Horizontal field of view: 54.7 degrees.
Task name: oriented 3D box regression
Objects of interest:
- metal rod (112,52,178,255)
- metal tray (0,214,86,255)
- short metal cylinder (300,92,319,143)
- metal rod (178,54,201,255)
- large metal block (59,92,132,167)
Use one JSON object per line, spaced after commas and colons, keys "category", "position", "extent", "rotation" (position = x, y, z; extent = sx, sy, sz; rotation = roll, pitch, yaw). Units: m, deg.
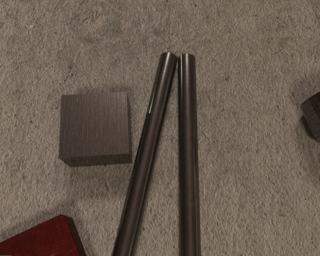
{"category": "metal rod", "position": [-0.018, 0.036, 0.394], "extent": [0.025, 0.025, 0.299], "rotation": [11, 70, 4]}
{"category": "metal tray", "position": [-0.149, 0.165, 0.343], "extent": [0.131, 0.030, 0.090], "rotation": [-24, 72, -9]}
{"category": "short metal cylinder", "position": [0.227, -0.020, 0.389], "extent": [0.081, 0.080, 0.050], "rotation": [-15, 71, -6]}
{"category": "metal rod", "position": [0.036, 0.041, 0.393], "extent": [0.025, 0.025, 0.299], "rotation": [1, 70, 0]}
{"category": "large metal block", "position": [-0.079, 0.003, 0.393], "extent": [0.081, 0.050, 0.080], "rotation": [-3, 70, -2]}
